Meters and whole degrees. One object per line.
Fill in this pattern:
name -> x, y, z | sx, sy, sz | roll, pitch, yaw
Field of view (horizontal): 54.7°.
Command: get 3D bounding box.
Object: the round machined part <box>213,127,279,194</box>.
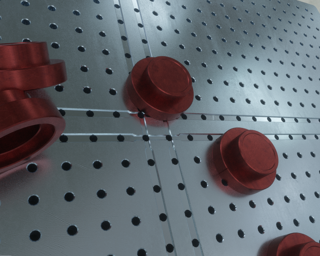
round machined part -> 0.129, 0.042, 0.444 | 0.099, 0.042, 0.098 | 14, 56, -21

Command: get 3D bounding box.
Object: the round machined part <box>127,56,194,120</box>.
round machined part -> 0.006, -0.063, 0.440 | 0.099, 0.042, 0.098 | 14, 56, -21

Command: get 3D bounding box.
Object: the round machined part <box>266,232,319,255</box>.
round machined part -> 0.186, 0.182, 0.389 | 0.099, 0.042, 0.098 | 14, 56, -21

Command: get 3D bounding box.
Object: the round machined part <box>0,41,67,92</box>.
round machined part -> -0.150, -0.066, 0.321 | 0.099, 0.098, 0.042 | -17, 113, -35

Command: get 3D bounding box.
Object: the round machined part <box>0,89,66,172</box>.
round machined part -> -0.142, 0.002, 0.284 | 0.099, 0.097, 0.042 | -27, 77, -37
